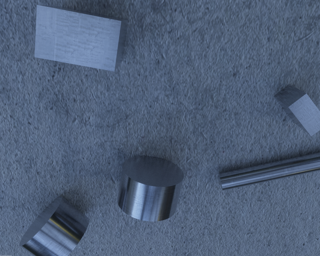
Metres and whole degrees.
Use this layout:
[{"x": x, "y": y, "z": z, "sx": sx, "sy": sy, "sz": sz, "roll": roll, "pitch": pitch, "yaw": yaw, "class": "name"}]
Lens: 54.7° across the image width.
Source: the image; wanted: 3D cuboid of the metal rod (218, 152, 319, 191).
[{"x": 0.232, "y": 0.044, "z": 0.429, "sx": 0.302, "sy": 0.025, "sz": 0.025, "roll": -13, "pitch": 110, "yaw": 4, "class": "metal rod"}]

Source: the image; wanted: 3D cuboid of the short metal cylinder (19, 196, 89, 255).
[{"x": -0.146, "y": 0.143, "z": 0.431, "sx": 0.080, "sy": 0.080, "sz": 0.050, "roll": -42, "pitch": 105, "yaw": 13, "class": "short metal cylinder"}]

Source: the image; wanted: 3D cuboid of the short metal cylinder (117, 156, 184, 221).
[{"x": -0.013, "y": 0.077, "z": 0.409, "sx": 0.081, "sy": 0.080, "sz": 0.050, "roll": 9, "pitch": 110, "yaw": -4, "class": "short metal cylinder"}]

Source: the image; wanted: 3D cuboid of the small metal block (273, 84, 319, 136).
[{"x": 0.177, "y": -0.024, "z": 0.390, "sx": 0.025, "sy": 0.050, "sz": 0.050, "roll": -40, "pitch": 106, "yaw": 13, "class": "small metal block"}]

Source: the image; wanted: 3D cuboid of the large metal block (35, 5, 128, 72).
[{"x": -0.082, "y": -0.101, "z": 0.342, "sx": 0.081, "sy": 0.080, "sz": 0.050, "roll": 10, "pitch": 110, "yaw": -4, "class": "large metal block"}]
